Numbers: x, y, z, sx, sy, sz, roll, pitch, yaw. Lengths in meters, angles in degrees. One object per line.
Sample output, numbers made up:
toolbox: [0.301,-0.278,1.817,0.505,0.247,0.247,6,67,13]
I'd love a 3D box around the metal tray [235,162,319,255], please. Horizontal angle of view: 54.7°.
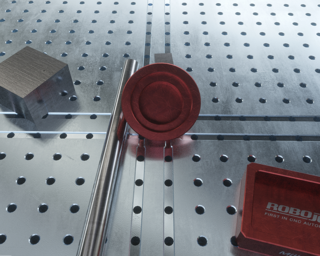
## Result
metal tray: [0.152,0.093,0.327,0.131,0.030,0.090,12,51,9]

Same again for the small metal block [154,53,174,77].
small metal block: [0.006,-0.074,0.453,0.025,0.050,0.050,-4,49,-4]

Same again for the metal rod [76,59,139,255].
metal rod: [-0.057,0.015,0.393,0.025,0.025,0.300,4,50,3]

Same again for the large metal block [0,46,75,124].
large metal block: [-0.185,-0.064,0.443,0.080,0.050,0.080,26,55,20]

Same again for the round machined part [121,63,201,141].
round machined part: [0.001,-0.032,0.403,0.099,0.042,0.097,0,89,-2]
